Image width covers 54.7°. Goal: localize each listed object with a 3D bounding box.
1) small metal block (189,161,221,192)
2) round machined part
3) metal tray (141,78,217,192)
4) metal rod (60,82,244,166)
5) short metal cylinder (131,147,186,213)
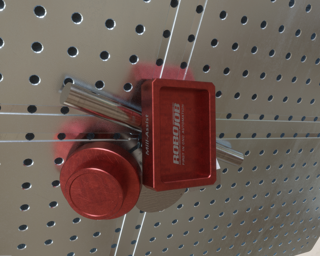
[{"bbox_3d":[0.064,0.069,0.470,0.050,0.025,0.050,-16,143,0],"label":"small metal block"},{"bbox_3d":[-0.072,0.069,0.368,0.099,0.042,0.097,2,110,6],"label":"round machined part"},{"bbox_3d":[0.025,0.007,0.383,0.091,0.030,0.129,-1,90,-29],"label":"metal tray"},{"bbox_3d":[0.013,0.007,0.418,0.302,0.025,0.025,21,107,-36],"label":"metal rod"},{"bbox_3d":[-0.008,0.069,0.429,0.081,0.050,0.079,-14,124,-21],"label":"short metal cylinder"}]
